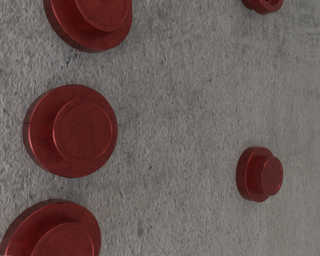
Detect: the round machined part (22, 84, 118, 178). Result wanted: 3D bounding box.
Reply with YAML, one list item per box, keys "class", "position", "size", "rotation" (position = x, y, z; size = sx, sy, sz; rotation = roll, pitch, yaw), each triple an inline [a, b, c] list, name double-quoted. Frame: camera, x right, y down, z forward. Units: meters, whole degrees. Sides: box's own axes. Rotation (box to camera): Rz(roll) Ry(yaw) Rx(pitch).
- class: "round machined part"
  position: [-0.085, 0.003, 0.322]
  size: [0.099, 0.042, 0.097]
  rotation: [0, 90, -40]

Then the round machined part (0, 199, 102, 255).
- class: "round machined part"
  position: [-0.102, 0.123, 0.309]
  size: [0.099, 0.042, 0.097]
  rotation: [0, 90, -40]

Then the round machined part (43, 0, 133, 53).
- class: "round machined part"
  position: [-0.070, -0.134, 0.335]
  size: [0.099, 0.042, 0.097]
  rotation: [0, 90, -40]

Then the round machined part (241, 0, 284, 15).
- class: "round machined part"
  position: [0.172, -0.245, 0.537]
  size: [0.099, 0.042, 0.097]
  rotation: [0, 90, -40]

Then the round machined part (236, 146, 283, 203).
- class: "round machined part"
  position: [0.181, 0.082, 0.545]
  size: [0.099, 0.042, 0.097]
  rotation: [0, 90, -40]
